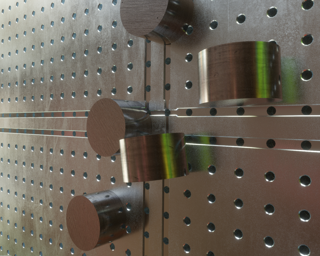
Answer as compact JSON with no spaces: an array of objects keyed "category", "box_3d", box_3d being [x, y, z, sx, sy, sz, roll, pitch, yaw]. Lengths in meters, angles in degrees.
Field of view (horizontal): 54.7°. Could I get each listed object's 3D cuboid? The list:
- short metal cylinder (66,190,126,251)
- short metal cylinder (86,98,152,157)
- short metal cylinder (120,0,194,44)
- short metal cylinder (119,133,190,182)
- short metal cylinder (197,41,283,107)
[{"category":"short metal cylinder","box_3d":[-0.098,0.138,0.471,0.080,0.050,0.079,0,90,39]},{"category":"short metal cylinder","box_3d":[-0.059,-0.001,0.439,0.080,0.050,0.079,0,90,40]},{"category":"short metal cylinder","box_3d":[-0.005,-0.152,0.395,0.080,0.050,0.079,0,90,39]},{"category":"short metal cylinder","box_3d":[-0.007,0.036,0.378,0.080,0.081,0.050,-11,83,39]},{"category":"short metal cylinder","box_3d":[0.078,-0.050,0.308,0.080,0.081,0.050,-3,88,39]}]
